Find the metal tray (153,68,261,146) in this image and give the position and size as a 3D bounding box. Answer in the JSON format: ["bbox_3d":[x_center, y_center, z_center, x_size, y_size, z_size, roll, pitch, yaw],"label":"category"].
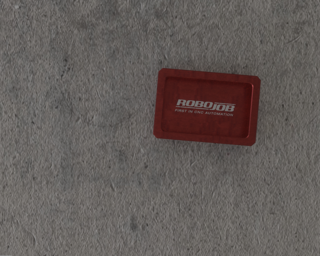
[{"bbox_3d":[0.060,-0.027,0.407,0.131,0.030,0.090,5,90,0],"label":"metal tray"}]
